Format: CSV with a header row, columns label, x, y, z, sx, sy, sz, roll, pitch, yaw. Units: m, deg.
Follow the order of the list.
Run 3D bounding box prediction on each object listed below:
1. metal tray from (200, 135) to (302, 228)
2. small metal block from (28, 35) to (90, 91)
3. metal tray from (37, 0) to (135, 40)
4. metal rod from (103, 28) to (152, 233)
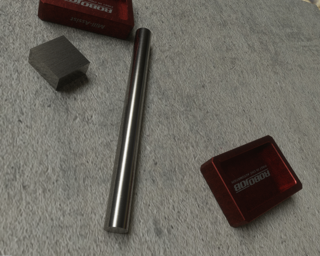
label,x,y,z,sx,sy,sz,roll,pitch,yaw
metal tray,0.129,0.069,0.430,0.131,0.030,0.090,-16,70,-35
small metal block,-0.126,-0.082,0.387,0.050,0.025,0.050,46,51,3
metal tray,-0.107,-0.187,0.458,0.131,0.030,0.090,7,59,-25
metal rod,-0.035,-0.021,0.398,0.025,0.025,0.300,17,55,-19
